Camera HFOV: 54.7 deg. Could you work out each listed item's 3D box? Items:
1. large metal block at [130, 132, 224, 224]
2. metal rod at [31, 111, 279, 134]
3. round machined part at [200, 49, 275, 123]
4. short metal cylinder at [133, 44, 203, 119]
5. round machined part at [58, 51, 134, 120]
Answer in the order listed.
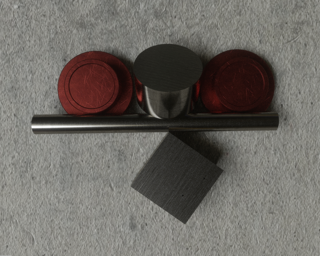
[{"bbox_3d":[0.021,0.060,0.397,0.080,0.050,0.080,35,90,0],"label":"large metal block"},{"bbox_3d":[-0.005,-0.007,0.390,0.302,0.025,0.025,-1,90,0],"label":"metal rod"},{"bbox_3d":[0.101,-0.054,0.404,0.099,0.042,0.097,0,90,0],"label":"round machined part"},{"bbox_3d":[0.010,-0.057,0.380,0.080,0.050,0.080,0,55,0],"label":"short metal cylinder"},{"bbox_3d":[-0.084,-0.052,0.401,0.099,0.042,0.097,0,90,0],"label":"round machined part"}]
